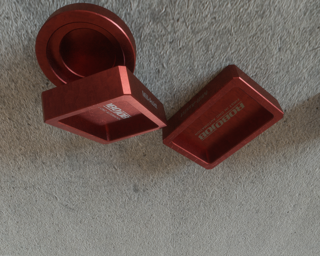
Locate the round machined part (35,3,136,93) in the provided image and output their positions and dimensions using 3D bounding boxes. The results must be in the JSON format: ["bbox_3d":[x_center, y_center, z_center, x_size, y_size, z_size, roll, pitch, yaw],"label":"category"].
[{"bbox_3d":[-0.074,-0.082,0.325,0.099,0.042,0.097,-1,130,0],"label":"round machined part"}]

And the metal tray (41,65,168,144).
[{"bbox_3d":[-0.053,-0.018,0.343,0.090,0.030,0.130,-16,163,13],"label":"metal tray"}]

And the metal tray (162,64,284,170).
[{"bbox_3d":[0.076,-0.008,0.398,0.090,0.030,0.129,32,123,-25],"label":"metal tray"}]
